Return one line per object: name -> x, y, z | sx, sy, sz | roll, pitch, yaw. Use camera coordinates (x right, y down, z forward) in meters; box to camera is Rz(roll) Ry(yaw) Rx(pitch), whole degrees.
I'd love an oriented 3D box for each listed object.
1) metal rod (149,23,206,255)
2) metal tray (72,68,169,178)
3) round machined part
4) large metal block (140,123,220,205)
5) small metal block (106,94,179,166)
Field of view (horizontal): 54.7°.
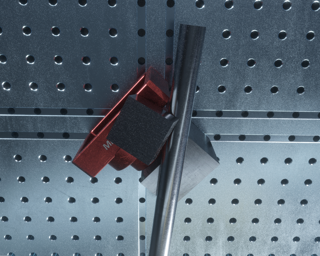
metal rod -> 0.013, 0.041, 0.343 | 0.025, 0.025, 0.298 | 6, 110, -3
metal tray -> -0.045, -0.010, 0.374 | 0.030, 0.090, 0.130 | 42, 105, -14
round machined part -> -0.022, 0.014, 0.384 | 0.042, 0.098, 0.098 | 41, 105, -14
large metal block -> 0.023, 0.039, 0.396 | 0.050, 0.080, 0.080 | 41, 105, -14
small metal block -> -0.017, 0.001, 0.309 | 0.050, 0.025, 0.050 | 32, 106, 8
